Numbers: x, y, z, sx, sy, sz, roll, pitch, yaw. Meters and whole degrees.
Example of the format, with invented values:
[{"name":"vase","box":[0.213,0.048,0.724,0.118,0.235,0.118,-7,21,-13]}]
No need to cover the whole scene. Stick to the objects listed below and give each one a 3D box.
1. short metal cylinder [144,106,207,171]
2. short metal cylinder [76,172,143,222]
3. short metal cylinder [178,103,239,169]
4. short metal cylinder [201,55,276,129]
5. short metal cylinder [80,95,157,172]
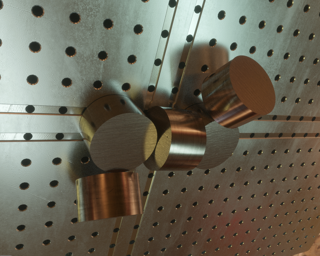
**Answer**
[{"name":"short metal cylinder","box":[0.014,0.014,0.393,0.050,0.080,0.079,5,116,-31]},{"name":"short metal cylinder","box":[-0.063,0.088,0.389,0.081,0.050,0.080,-7,164,-2]},{"name":"short metal cylinder","box":[0.064,0.011,0.438,0.081,0.050,0.079,-14,125,-21]},{"name":"short metal cylinder","box":[0.100,-0.045,0.396,0.081,0.080,0.050,9,156,-33]},{"name":"short metal cylinder","box":[-0.050,0.007,0.372,0.081,0.050,0.079,-14,125,-21]}]
